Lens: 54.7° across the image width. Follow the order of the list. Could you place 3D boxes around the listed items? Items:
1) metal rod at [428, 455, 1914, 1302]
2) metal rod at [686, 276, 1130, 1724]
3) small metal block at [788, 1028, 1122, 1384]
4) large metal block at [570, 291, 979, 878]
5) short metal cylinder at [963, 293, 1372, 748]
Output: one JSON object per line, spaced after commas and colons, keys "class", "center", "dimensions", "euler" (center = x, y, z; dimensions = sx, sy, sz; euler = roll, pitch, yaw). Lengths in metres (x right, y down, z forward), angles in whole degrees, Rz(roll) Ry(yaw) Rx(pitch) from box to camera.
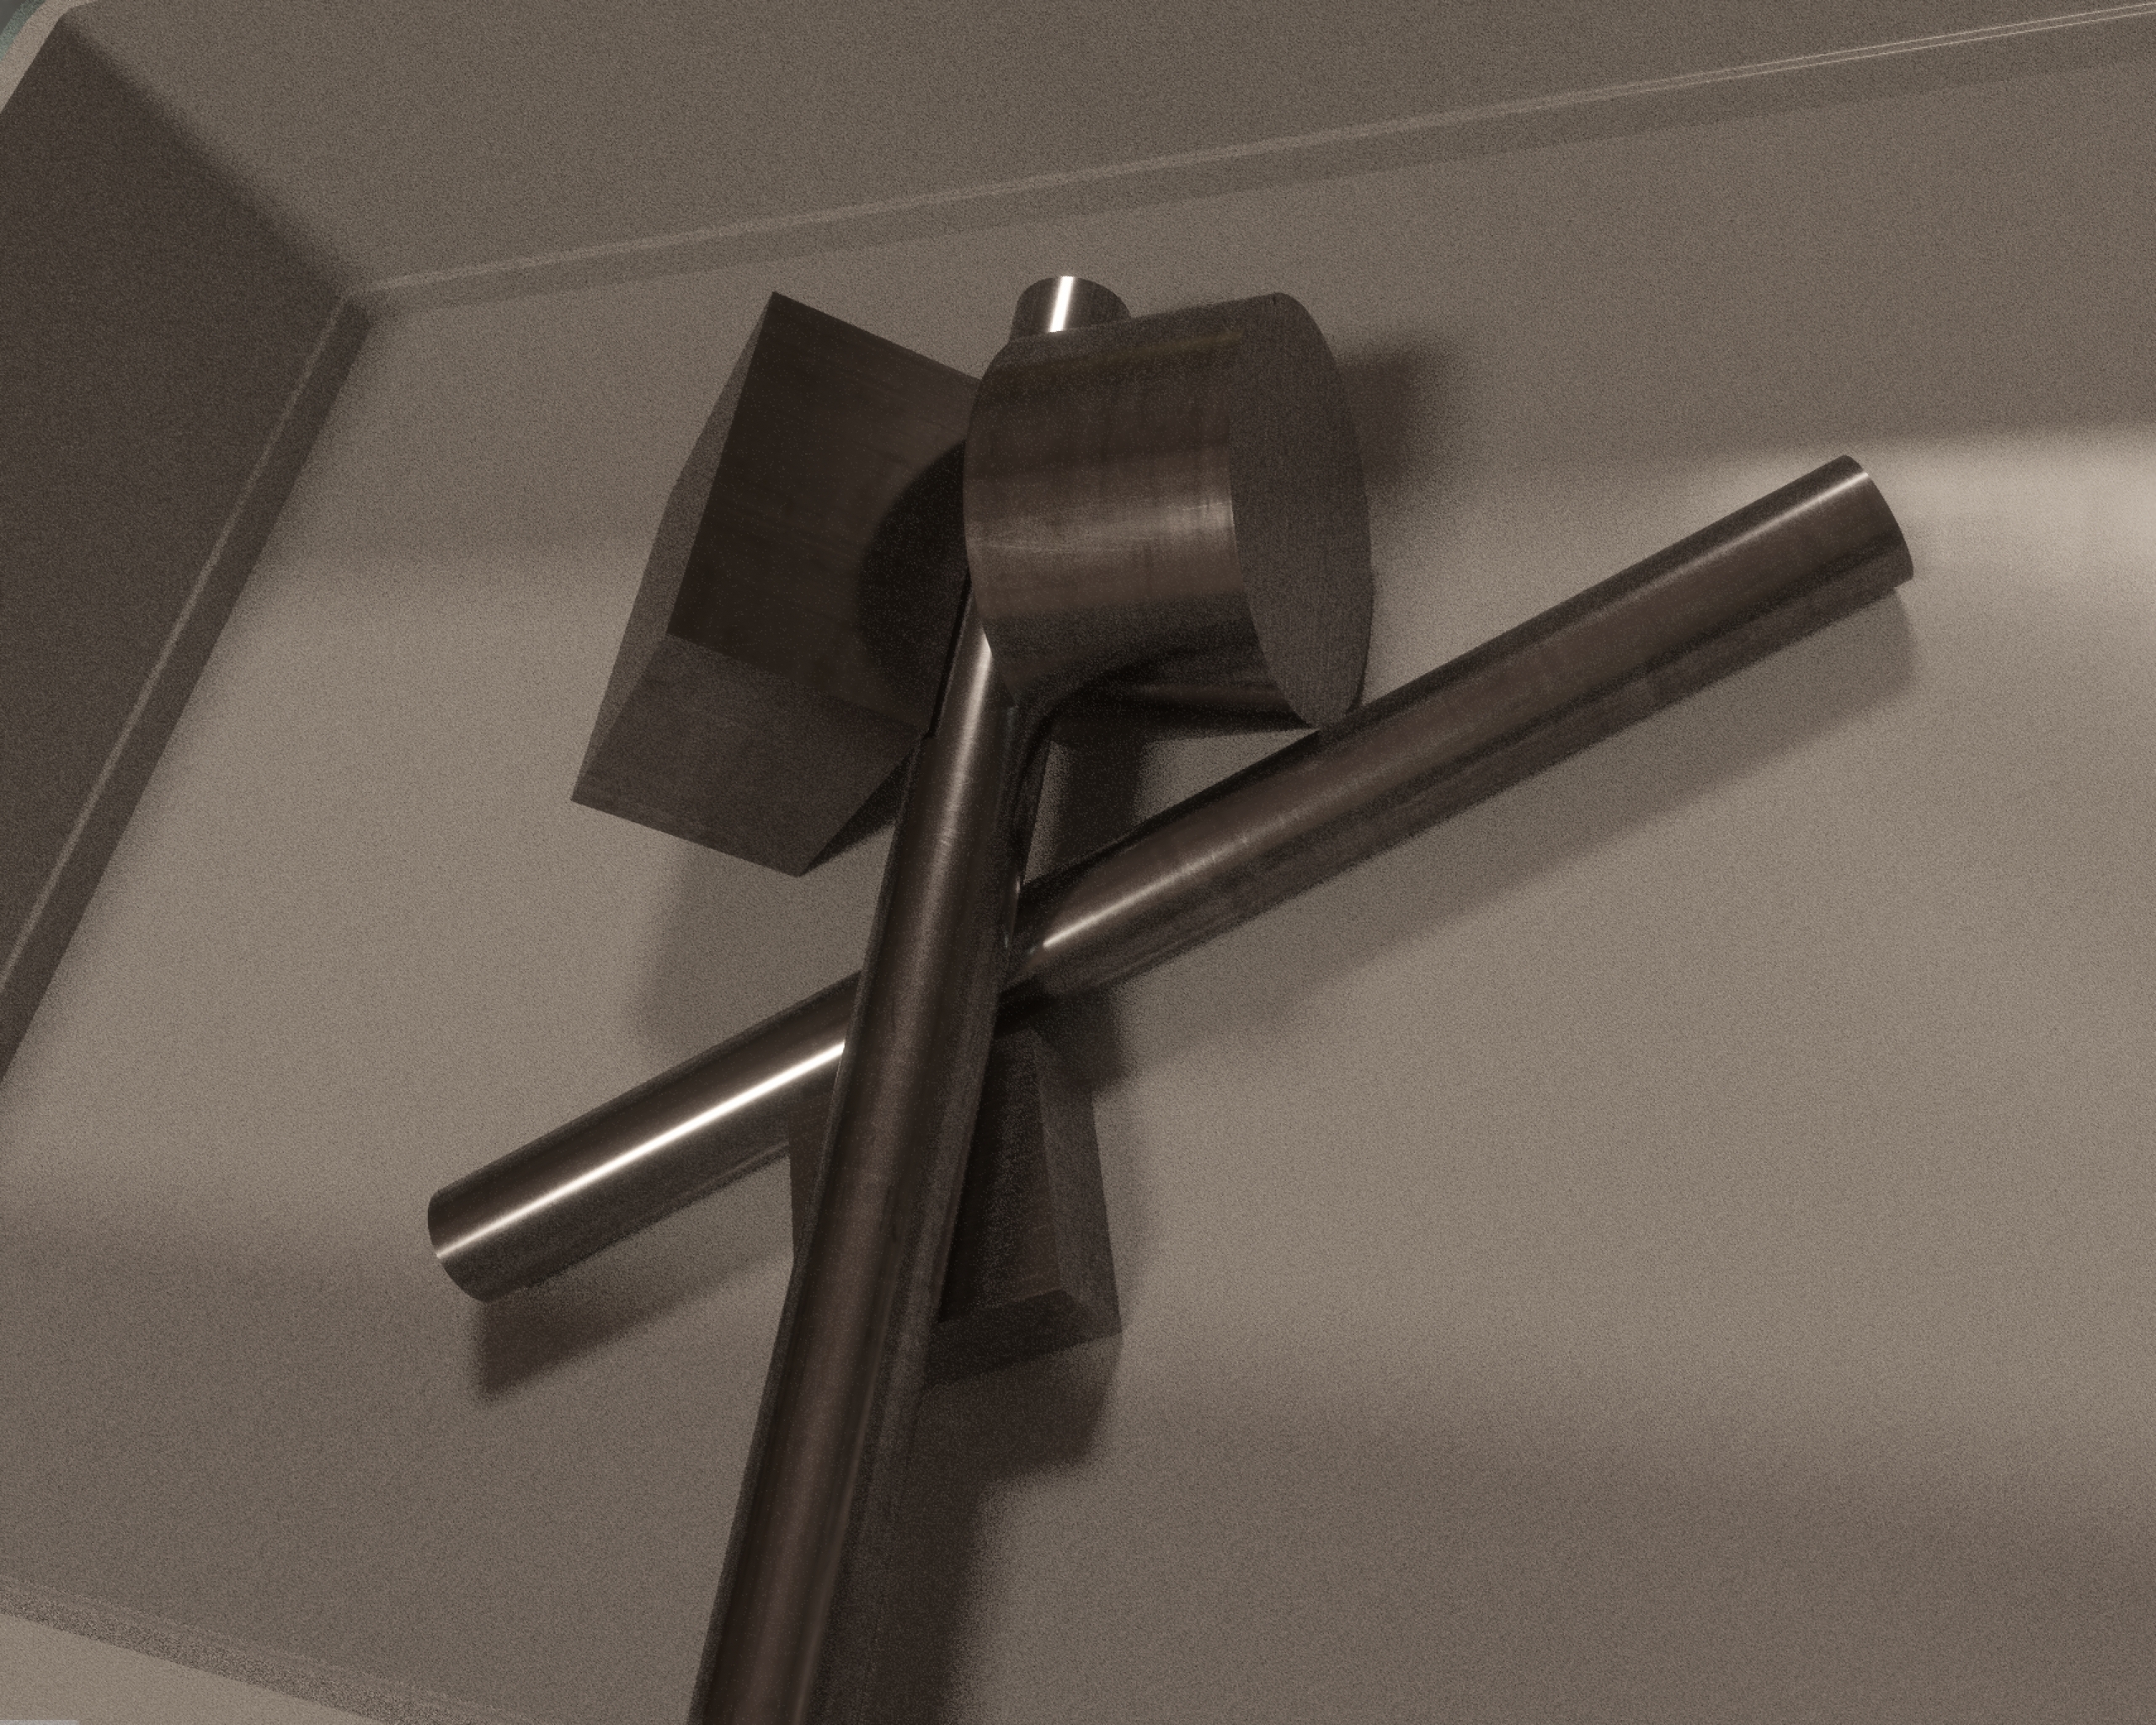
{"class": "metal rod", "center": [0.009, 0.008, 0.392], "dimensions": [0.301, 0.025, 0.025], "euler": [-28, 53, 10]}
{"class": "metal rod", "center": [-0.025, 0.014, 0.373], "dimensions": [0.025, 0.025, 0.300], "euler": [-4, 58, 25]}
{"class": "small metal block", "center": [-0.023, 0.064, 0.376], "dimensions": [0.050, 0.025, 0.050], "euler": [-19, 54, 16]}
{"class": "large metal block", "center": [-0.060, -0.053, 0.425], "dimensions": [0.080, 0.050, 0.080], "euler": [-40, 34, 57]}
{"class": "short metal cylinder", "center": [0.019, -0.063, 0.395], "dimensions": [0.050, 0.080, 0.080], "euler": [-3, 60, 25]}
